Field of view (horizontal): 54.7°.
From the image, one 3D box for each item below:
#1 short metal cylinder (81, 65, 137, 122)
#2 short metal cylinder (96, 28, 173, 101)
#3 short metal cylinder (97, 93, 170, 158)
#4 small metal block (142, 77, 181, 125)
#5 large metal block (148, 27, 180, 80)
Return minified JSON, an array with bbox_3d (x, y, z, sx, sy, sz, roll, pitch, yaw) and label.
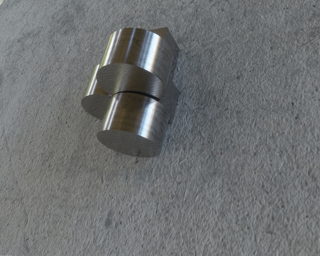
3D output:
[{"bbox_3d":[-0.062,-0.045,0.431,0.080,0.080,0.050,-2,61,27],"label":"short metal cylinder"},{"bbox_3d":[-0.029,-0.070,0.364,0.080,0.080,0.050,-2,61,27],"label":"short metal cylinder"},{"bbox_3d":[-0.033,-0.001,0.389,0.080,0.080,0.050,0,62,28],"label":"short metal cylinder"},{"bbox_3d":[0.002,-0.038,0.414,0.025,0.050,0.050,1,62,29],"label":"small metal block"},{"bbox_3d":[-0.023,-0.096,0.461,0.080,0.050,0.080,-2,61,27],"label":"large metal block"}]
